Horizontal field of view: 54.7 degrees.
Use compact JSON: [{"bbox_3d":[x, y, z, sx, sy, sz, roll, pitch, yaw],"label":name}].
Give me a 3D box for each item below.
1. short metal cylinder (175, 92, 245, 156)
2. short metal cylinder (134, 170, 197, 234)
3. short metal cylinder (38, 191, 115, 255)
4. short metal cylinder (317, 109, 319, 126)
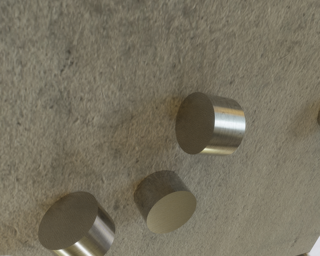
[{"bbox_3d":[0.064,-0.004,0.406,0.050,0.080,0.079,7,115,-32],"label":"short metal cylinder"},{"bbox_3d":[0.007,0.110,0.465,0.081,0.050,0.079,-14,125,-21],"label":"short metal cylinder"},{"bbox_3d":[-0.104,0.129,0.395,0.080,0.080,0.050,-31,129,-8],"label":"short metal cylinder"},{"bbox_3d":[0.338,-0.024,0.564,0.081,0.050,0.079,-14,125,-21],"label":"short metal cylinder"}]
